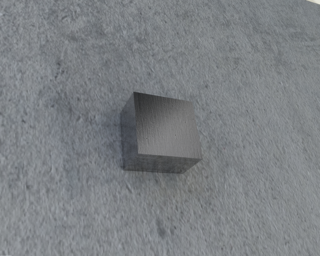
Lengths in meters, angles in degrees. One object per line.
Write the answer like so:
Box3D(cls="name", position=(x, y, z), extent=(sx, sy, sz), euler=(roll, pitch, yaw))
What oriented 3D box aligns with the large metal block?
Box3D(cls="large metal block", position=(-0.001, 0.008, 0.382), extent=(0.081, 0.050, 0.080), euler=(7, 59, -24))
